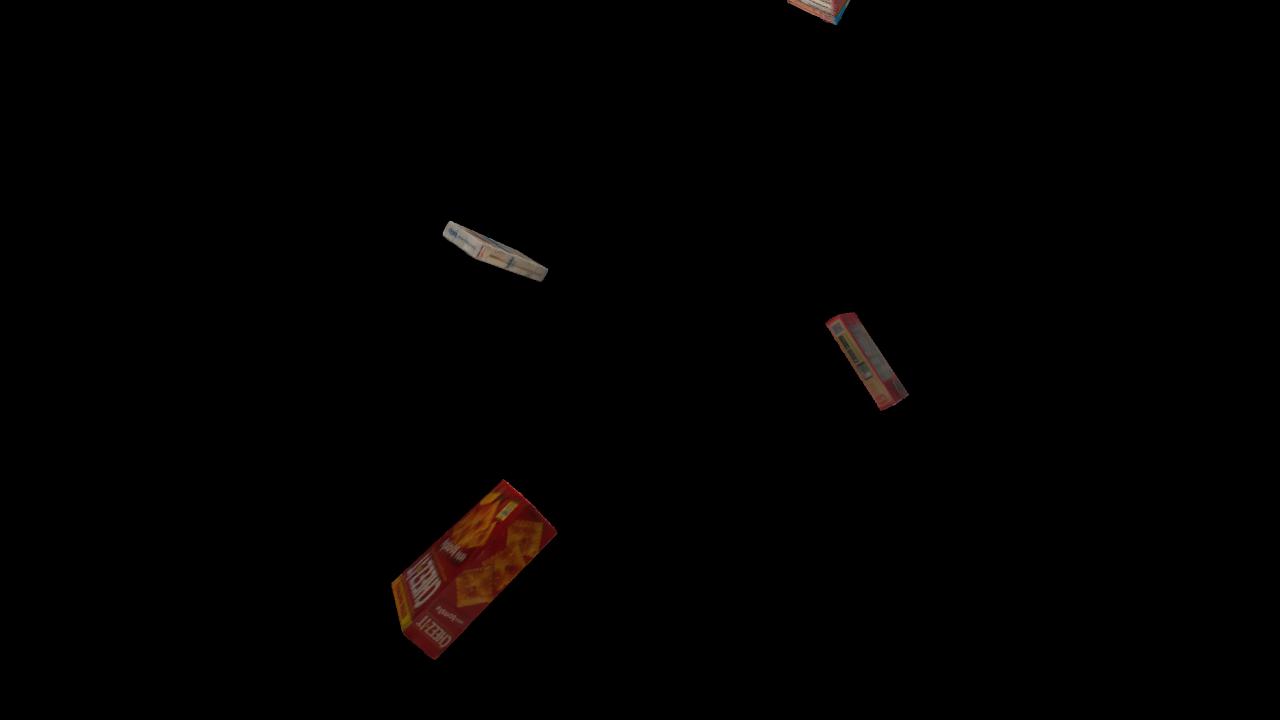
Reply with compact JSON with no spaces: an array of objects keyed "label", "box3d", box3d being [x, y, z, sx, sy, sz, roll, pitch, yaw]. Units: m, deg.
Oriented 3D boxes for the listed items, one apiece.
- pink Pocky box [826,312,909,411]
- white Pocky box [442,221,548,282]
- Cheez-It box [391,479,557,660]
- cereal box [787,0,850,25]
[{"label":"pink Pocky box","box3d":[0.346,-0.001,0.936,0.029,0.155,0.084,-37,-15,32]},{"label":"white Pocky box","box3d":[-0.216,-0.161,0.934,0.084,0.028,0.154,34,9,27]},{"label":"Cheez-It box","box3d":[-0.239,0.284,0.876,0.223,0.071,0.166,-44,19,-17]},{"label":"cereal box","box3d":[0.206,-0.479,0.575,0.081,0.203,0.306,32,16,12]}]
